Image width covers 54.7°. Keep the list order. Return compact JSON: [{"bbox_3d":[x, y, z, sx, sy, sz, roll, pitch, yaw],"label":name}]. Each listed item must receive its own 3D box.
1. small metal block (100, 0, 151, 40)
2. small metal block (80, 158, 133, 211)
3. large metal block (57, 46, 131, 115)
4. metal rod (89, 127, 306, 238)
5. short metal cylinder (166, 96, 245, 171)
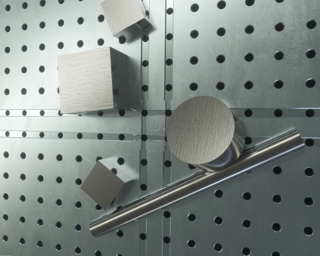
[{"bbox_3d":[-0.047,-0.158,0.428,0.050,0.025,0.050,-23,83,18],"label":"small metal block"},{"bbox_3d":[-0.076,0.079,0.438,0.050,0.025,0.050,37,101,16],"label":"small metal block"},{"bbox_3d":[-0.091,-0.062,0.430,0.080,0.050,0.079,-4,89,19],"label":"large metal block"},{"bbox_3d":[0.034,0.078,0.399,0.300,0.025,0.025,-28,81,17],"label":"metal rod"},{"bbox_3d":[0.055,0.008,0.367,0.080,0.050,0.080,-9,69,25],"label":"short metal cylinder"}]
